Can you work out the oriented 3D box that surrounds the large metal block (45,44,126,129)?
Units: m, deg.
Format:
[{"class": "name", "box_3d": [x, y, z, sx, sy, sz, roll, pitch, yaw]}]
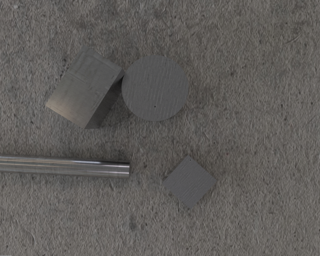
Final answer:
[{"class": "large metal block", "box_3d": [-0.084, -0.046, 0.382, 0.050, 0.080, 0.080, 32, 90, 0]}]

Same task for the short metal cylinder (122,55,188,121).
[{"class": "short metal cylinder", "box_3d": [-0.006, -0.048, 0.397, 0.081, 0.050, 0.080, 0, 90, 0]}]

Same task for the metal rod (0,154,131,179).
[{"class": "metal rod", "box_3d": [-0.190, 0.047, 0.408, 0.302, 0.025, 0.025, 3, 90, -1]}]

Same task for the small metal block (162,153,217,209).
[{"class": "small metal block", "box_3d": [0.038, 0.069, 0.410, 0.050, 0.025, 0.050, 42, 90, 0]}]
